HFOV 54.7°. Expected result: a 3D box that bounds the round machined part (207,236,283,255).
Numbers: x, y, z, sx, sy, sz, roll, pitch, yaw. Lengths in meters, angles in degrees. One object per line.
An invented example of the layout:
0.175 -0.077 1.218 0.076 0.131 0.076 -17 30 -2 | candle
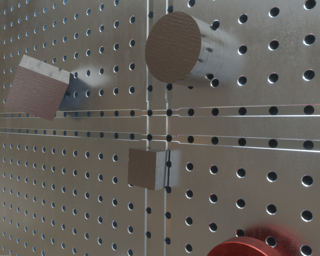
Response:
0.096 0.161 0.319 0.098 0.042 0.097 0 90 40 | round machined part

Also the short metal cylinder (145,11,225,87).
0.029 -0.091 0.369 0.080 0.050 0.080 0 90 40 | short metal cylinder

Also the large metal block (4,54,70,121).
-0.212 -0.069 0.539 0.080 0.080 0.050 -58 27 24 | large metal block

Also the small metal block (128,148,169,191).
-0.017 0.054 0.423 0.050 0.025 0.050 4 93 40 | small metal block
